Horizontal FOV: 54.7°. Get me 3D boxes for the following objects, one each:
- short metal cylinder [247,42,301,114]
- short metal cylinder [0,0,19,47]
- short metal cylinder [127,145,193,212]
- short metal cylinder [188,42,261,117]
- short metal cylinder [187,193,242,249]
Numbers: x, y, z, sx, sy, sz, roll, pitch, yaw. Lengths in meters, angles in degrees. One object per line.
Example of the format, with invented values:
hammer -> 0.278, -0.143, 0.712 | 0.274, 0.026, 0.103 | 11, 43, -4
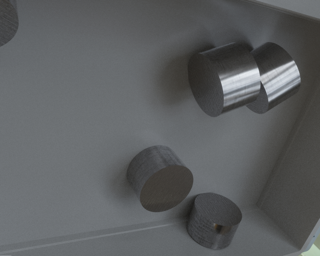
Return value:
short metal cylinder -> 0.135, -0.065, 0.409 | 0.050, 0.080, 0.080 | -31, 129, -9
short metal cylinder -> -0.149, -0.099, 0.225 | 0.081, 0.050, 0.080 | -13, 160, -5
short metal cylinder -> 0.000, 0.071, 0.438 | 0.081, 0.050, 0.079 | -14, 125, -21
short metal cylinder -> 0.076, -0.059, 0.380 | 0.050, 0.080, 0.079 | -21, 127, -17
short metal cylinder -> 0.090, 0.154, 0.520 | 0.081, 0.080, 0.050 | 0, 119, -29
